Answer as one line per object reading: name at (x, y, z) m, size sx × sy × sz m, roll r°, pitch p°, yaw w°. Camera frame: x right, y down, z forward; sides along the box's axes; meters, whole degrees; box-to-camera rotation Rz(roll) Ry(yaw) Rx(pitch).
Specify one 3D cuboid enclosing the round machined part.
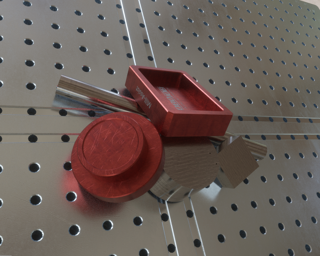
round machined part at (-0.046, 0.024, 0.323) m, size 0.099 × 0.042 × 0.098 m, roll -4°, pitch 62°, yaw 7°

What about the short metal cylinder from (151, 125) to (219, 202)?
short metal cylinder at (0.023, 0.043, 0.374) m, size 0.081 × 0.050 × 0.080 m, roll 14°, pitch 56°, yaw -21°

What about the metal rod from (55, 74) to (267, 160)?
metal rod at (0.015, -0.008, 0.417) m, size 0.302 × 0.025 × 0.025 m, roll 18°, pitch 55°, yaw -18°

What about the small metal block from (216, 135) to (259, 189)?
small metal block at (0.096, 0.045, 0.414) m, size 0.050 × 0.025 × 0.050 m, roll -35°, pitch 97°, yaw -22°

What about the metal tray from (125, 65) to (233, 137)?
metal tray at (0.019, -0.038, 0.396) m, size 0.091 × 0.030 × 0.130 m, roll 0°, pitch 33°, yaw -29°
